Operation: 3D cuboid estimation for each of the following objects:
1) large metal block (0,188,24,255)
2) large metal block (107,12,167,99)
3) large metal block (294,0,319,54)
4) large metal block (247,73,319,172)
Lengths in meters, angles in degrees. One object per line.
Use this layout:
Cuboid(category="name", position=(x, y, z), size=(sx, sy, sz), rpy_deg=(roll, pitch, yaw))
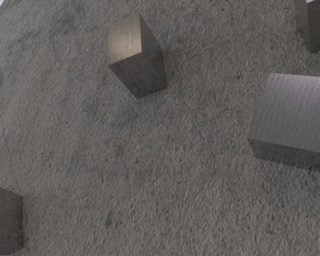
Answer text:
Cuboid(category="large metal block", position=(-0.241, 0.139, 0.429), size=(0.080, 0.050, 0.080), rpy_deg=(-29, 52, 10))
Cuboid(category="large metal block", position=(-0.032, -0.103, 0.448), size=(0.050, 0.080, 0.080), rpy_deg=(-18, 55, 18))
Cuboid(category="large metal block", position=(0.201, -0.142, 0.350), size=(0.080, 0.080, 0.050), rpy_deg=(-19, 55, 17))
Cuboid(category="large metal block", position=(0.145, -0.006, 0.315), size=(0.080, 0.050, 0.080), rpy_deg=(12, 68, 33))
